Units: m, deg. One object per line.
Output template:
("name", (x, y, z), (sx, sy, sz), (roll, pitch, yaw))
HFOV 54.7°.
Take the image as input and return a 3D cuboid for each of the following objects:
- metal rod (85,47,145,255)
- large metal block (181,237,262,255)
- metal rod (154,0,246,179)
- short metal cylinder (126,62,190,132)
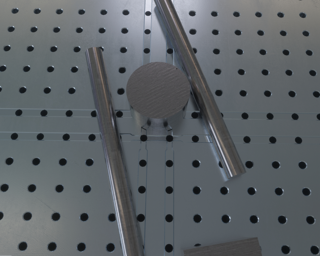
("metal rod", (-0.062, 0.026, 0.401), (0.025, 0.025, 0.299), (-13, 71, -5))
("large metal block", (0.071, 0.168, 0.338), (0.081, 0.050, 0.080), (-9, 70, -3))
("metal rod", (0.049, -0.073, 0.438), (0.025, 0.025, 0.299), (-18, 71, -6))
("short metal cylinder", (-0.002, -0.040, 0.413), (0.081, 0.050, 0.080), (0, 70, 0))
